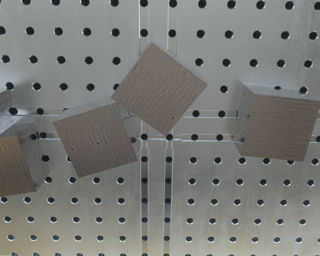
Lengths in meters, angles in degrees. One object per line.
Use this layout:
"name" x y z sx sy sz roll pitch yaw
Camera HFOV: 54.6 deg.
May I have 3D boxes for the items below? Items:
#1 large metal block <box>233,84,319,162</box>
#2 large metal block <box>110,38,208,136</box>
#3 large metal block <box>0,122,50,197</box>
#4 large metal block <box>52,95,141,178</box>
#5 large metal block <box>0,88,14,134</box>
"large metal block" 0.145 -0.007 0.398 0.080 0.050 0.079 6 110 -2
"large metal block" -0.001 -0.051 0.381 0.080 0.050 0.080 35 106 -12
"large metal block" -0.206 0.043 0.414 0.080 0.050 0.080 -9 110 3
"large metal block" -0.078 0.008 0.403 0.080 0.050 0.080 -17 109 6
"large metal block" -0.238 -0.017 0.376 0.080 0.080 0.050 3 110 -1
